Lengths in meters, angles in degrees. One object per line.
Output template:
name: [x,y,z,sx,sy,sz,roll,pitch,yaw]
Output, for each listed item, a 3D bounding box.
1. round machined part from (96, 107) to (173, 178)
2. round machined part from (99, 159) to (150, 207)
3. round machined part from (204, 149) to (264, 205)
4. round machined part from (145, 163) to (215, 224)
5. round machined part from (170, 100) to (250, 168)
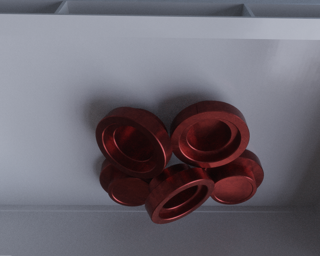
round machined part: [-0.029,0.014,0.394,0.098,0.042,0.097,16,131,19]
round machined part: [-0.042,0.082,0.467,0.099,0.042,0.097,0,130,0]
round machined part: [0.106,0.078,0.466,0.099,0.042,0.097,0,130,0]
round machined part: [0.023,0.087,0.430,0.099,0.042,0.097,-22,143,-17]
round machined part: [0.062,0.003,0.401,0.099,0.042,0.097,0,130,0]
